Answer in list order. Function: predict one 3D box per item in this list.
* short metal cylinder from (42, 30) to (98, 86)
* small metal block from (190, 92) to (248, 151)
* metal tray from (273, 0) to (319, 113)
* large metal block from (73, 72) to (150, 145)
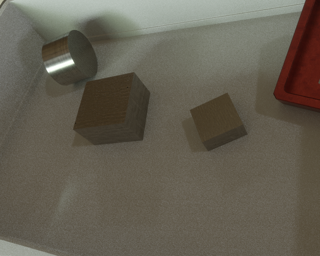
[{"bbox_3d":[-0.149,-0.116,0.517,0.050,0.080,0.080,-15,56,20],"label":"short metal cylinder"},{"bbox_3d":[0.070,-0.007,0.373,0.050,0.025,0.050,-25,53,12],"label":"small metal block"},{"bbox_3d":[0.186,-0.080,0.323,0.090,0.030,0.129,21,95,35],"label":"metal tray"},{"bbox_3d":[-0.066,-0.025,0.438,0.080,0.050,0.080,-7,59,24],"label":"large metal block"}]
